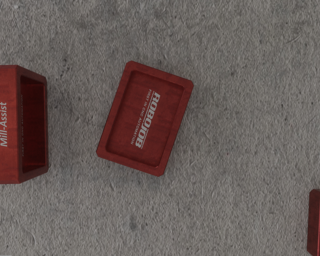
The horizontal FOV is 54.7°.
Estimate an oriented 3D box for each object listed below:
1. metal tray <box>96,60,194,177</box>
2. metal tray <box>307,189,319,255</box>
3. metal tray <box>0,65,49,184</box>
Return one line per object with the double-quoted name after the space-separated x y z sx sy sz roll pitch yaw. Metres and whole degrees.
-0.019 -0.012 0.407 0.090 0.030 0.129 19 90 0 "metal tray"
0.268 0.131 0.409 0.131 0.030 0.089 3 90 0 "metal tray"
-0.167 -0.004 0.376 0.030 0.090 0.129 -1 90 0 "metal tray"
